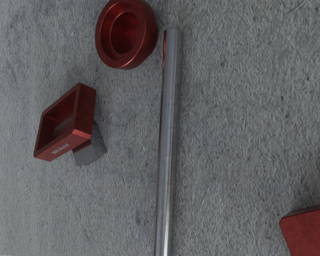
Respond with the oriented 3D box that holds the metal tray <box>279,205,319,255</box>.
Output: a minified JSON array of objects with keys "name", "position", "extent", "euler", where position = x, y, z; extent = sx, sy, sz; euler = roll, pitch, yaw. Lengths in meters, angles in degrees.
[{"name":"metal tray","position":[0.179,0.102,0.254],"extent":[0.130,0.030,0.090],"euler":[-29,72,36]}]

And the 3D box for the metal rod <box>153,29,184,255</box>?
[{"name":"metal rod","position":[0.010,0.028,0.394],"extent":[0.025,0.025,0.298],"euler":[5,93,39]}]

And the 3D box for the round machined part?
[{"name":"round machined part","position":[-0.042,-0.129,0.426],"extent":[0.098,0.042,0.097],"euler":[0,90,39]}]

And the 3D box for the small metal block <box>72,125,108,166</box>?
[{"name":"small metal block","position":[-0.116,0.028,0.498],"extent":[0.050,0.025,0.050],"euler":[-34,70,34]}]

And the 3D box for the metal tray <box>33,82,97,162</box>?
[{"name":"metal tray","position":[-0.156,-0.007,0.503],"extent":[0.130,0.030,0.090],"euler":[-26,52,39]}]
